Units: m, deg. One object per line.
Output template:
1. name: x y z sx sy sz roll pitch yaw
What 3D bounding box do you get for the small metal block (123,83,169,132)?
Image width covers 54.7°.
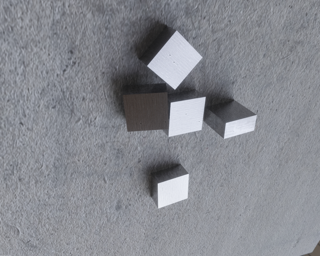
1. small metal block: -0.016 -0.025 0.372 0.050 0.025 0.050 -4 123 -1

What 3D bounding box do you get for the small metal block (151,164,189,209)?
1. small metal block: 0.015 0.088 0.469 0.050 0.025 0.050 -14 124 -21

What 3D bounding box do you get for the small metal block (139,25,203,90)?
1. small metal block: 0.013 -0.082 0.363 0.050 0.025 0.050 -50 129 7

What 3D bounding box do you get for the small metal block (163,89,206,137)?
1. small metal block: 0.030 -0.020 0.410 0.050 0.025 0.050 -11 123 -23

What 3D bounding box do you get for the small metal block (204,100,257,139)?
1. small metal block: 0.098 -0.013 0.436 0.050 0.050 0.025 -14 124 -21
